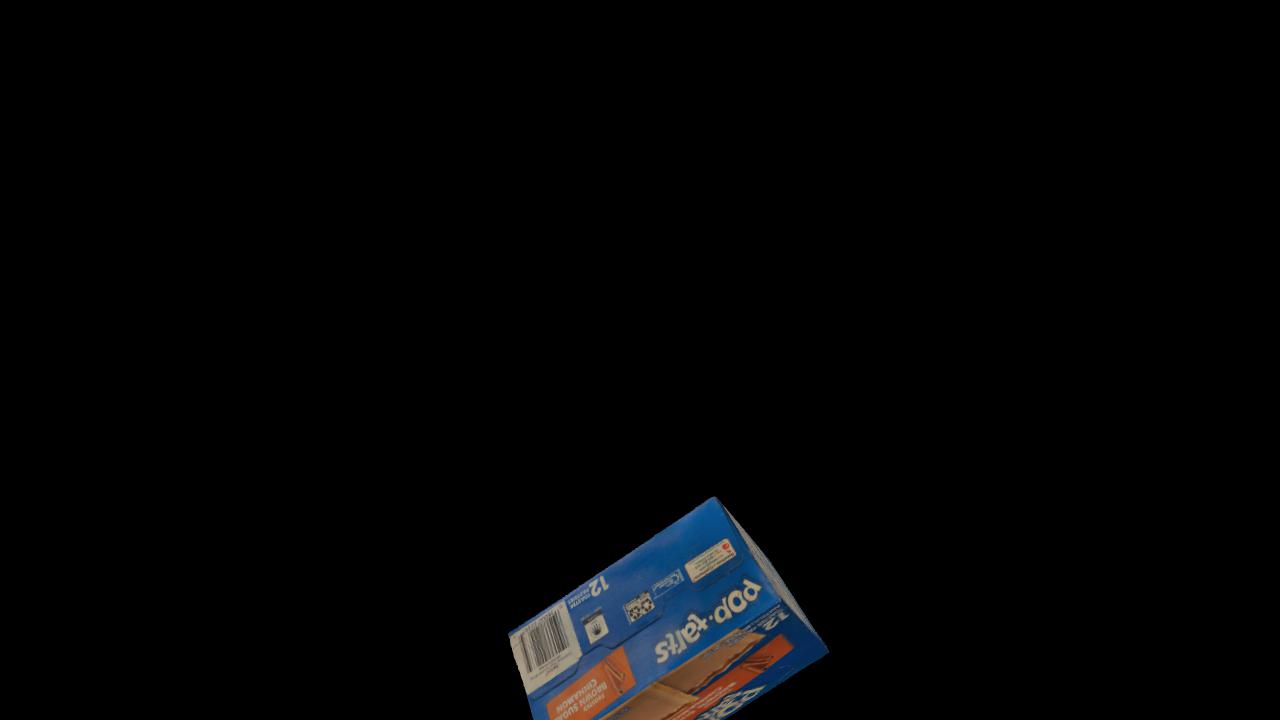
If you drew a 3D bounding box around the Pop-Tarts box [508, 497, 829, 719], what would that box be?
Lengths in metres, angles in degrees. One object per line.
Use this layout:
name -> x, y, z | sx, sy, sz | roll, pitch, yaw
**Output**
Pop-Tarts box -> 0.025, 0.195, 0.422 | 0.167, 0.083, 0.141 | -34, -43, 3
